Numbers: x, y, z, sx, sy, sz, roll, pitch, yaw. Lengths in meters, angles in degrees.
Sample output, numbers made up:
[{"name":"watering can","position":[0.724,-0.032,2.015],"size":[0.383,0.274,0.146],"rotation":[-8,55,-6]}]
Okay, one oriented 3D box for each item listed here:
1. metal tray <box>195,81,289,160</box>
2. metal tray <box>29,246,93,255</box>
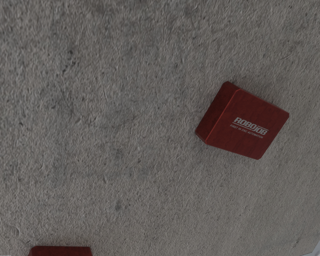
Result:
[{"name":"metal tray","position":[0.127,-0.007,0.469],"size":[0.131,0.030,0.090],"rotation":[18,109,-35]},{"name":"metal tray","position":[-0.164,0.234,0.459],"size":[0.091,0.030,0.129],"rotation":[17,109,-35]}]
